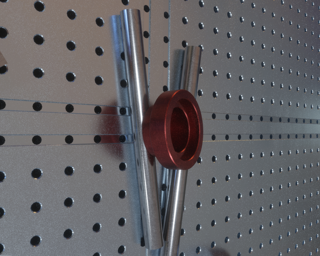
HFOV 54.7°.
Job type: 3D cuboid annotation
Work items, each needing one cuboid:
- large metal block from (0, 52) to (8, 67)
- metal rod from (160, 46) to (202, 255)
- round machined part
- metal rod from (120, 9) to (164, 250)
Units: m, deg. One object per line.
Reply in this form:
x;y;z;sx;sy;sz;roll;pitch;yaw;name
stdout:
-0.170;-0.069;0.231;0.050;0.080;0.080;-38;114;-34;large metal block
0.030;0.032;0.436;0.025;0.025;0.298;12;82;-40;metal rod
0.014;0.003;0.385;0.099;0.042;0.097;6;83;-57;round machined part
-0.022;0.005;0.392;0.025;0.025;0.298;-10;97;-40;metal rod
